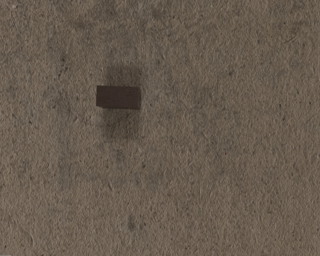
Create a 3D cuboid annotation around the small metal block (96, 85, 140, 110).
[{"bbox_3d":[-0.051,-0.038,0.397,0.050,0.050,0.025,2,90,-1],"label":"small metal block"}]
